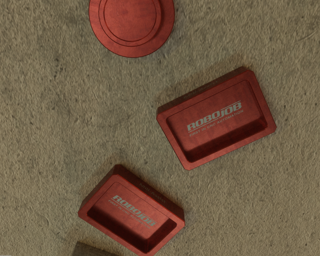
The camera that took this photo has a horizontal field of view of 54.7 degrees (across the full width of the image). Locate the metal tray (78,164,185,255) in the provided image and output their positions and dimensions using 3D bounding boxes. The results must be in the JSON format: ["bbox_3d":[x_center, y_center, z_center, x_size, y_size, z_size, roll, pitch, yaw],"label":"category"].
[{"bbox_3d":[-0.040,0.124,0.452,0.130,0.030,0.090,38,105,-13],"label":"metal tray"}]

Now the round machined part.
[{"bbox_3d":[-0.032,-0.129,0.353,0.099,0.042,0.097,0,110,0],"label":"round machined part"}]

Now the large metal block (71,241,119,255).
[{"bbox_3d":[-0.111,0.236,0.482,0.080,0.050,0.080,23,108,-9],"label":"large metal block"}]

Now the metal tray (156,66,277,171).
[{"bbox_3d":[0.072,-0.011,0.403,0.130,0.030,0.090,-26,108,9],"label":"metal tray"}]
